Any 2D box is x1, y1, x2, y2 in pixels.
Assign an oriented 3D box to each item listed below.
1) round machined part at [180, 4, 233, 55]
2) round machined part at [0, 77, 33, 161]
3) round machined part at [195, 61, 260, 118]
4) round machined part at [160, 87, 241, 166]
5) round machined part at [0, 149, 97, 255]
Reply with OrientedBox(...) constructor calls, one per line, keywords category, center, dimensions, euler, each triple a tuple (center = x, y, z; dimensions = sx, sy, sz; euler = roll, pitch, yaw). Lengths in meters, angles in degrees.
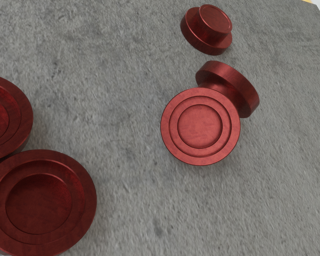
OrientedBox(category="round machined part", center=(0.090, -0.181, 0.554), dimensions=(0.099, 0.042, 0.098), euler=(14, 56, -21))
OrientedBox(category="round machined part", center=(-0.178, -0.003, 0.299), dimensions=(0.099, 0.042, 0.098), euler=(14, 56, -21))
OrientedBox(category="round machined part", center=(0.088, -0.046, 0.444), dimensions=(0.098, 0.098, 0.042), euler=(41, 80, 0))
OrientedBox(category="round machined part", center=(0.052, -0.002, 0.402), dimensions=(0.099, 0.042, 0.097), euler=(0, 91, 7))
OrientedBox(category="round machined part", center=(-0.113, 0.072, 0.289), dimensions=(0.099, 0.042, 0.098), euler=(14, 56, -21))
